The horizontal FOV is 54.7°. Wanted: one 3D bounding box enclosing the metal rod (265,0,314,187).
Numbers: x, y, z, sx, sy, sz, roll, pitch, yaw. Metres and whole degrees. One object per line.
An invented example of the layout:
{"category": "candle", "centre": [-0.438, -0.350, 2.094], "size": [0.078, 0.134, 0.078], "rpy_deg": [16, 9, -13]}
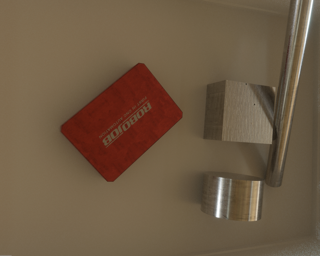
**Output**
{"category": "metal rod", "centre": [0.170, -0.048, 0.412], "size": [0.025, 0.025, 0.298], "rpy_deg": [-13, 119, -20]}

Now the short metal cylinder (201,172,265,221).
{"category": "short metal cylinder", "centre": [0.097, 0.090, 0.419], "size": [0.081, 0.080, 0.050], "rpy_deg": [6, 88, -20]}

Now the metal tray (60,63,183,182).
{"category": "metal tray", "centre": [-0.046, -0.008, 0.392], "size": [0.130, 0.030, 0.090], "rpy_deg": [-43, 104, -15]}

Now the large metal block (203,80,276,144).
{"category": "large metal block", "centre": [0.112, -0.020, 0.440], "size": [0.081, 0.050, 0.080], "rpy_deg": [5, 89, -20]}
